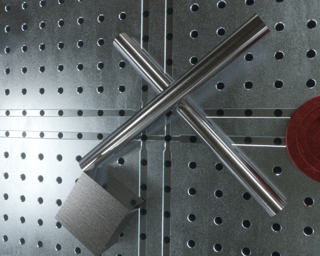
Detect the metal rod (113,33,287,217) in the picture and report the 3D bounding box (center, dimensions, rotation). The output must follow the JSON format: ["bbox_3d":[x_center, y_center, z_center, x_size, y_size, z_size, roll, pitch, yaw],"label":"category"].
[{"bbox_3d":[0.042,-0.014,0.397,0.025,0.025,0.300,-45,77,14],"label":"metal rod"}]

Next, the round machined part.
[{"bbox_3d":[0.189,0.011,0.337,0.098,0.042,0.097,0,90,19],"label":"round machined part"}]

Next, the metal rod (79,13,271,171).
[{"bbox_3d":[0.000,-0.028,0.386,0.299,0.025,0.025,-37,78,25],"label":"metal rod"}]

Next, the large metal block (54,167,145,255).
[{"bbox_3d":[-0.083,0.112,0.427,0.080,0.050,0.080,36,101,16],"label":"large metal block"}]
